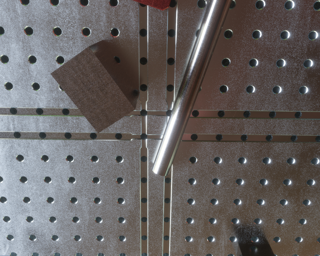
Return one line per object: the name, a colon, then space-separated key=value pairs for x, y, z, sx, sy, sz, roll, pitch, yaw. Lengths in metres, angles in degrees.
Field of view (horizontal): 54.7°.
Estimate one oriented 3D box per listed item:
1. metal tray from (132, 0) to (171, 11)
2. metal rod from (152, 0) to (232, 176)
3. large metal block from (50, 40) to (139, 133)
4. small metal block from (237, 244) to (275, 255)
metal tray: x=-0.040 y=-0.193 z=0.338 sx=0.131 sy=0.030 sz=0.089 roll=17 pitch=109 yaw=-6
metal rod: x=0.045 y=-0.073 z=0.386 sx=0.025 sy=0.025 sz=0.298 roll=16 pitch=109 yaw=-6
large metal block: x=-0.070 y=-0.052 z=0.364 sx=0.050 sy=0.080 sz=0.080 roll=-32 pitch=107 yaw=11
small metal block: x=0.151 y=0.207 z=0.478 sx=0.050 sy=0.050 sz=0.025 roll=2 pitch=110 yaw=-1
